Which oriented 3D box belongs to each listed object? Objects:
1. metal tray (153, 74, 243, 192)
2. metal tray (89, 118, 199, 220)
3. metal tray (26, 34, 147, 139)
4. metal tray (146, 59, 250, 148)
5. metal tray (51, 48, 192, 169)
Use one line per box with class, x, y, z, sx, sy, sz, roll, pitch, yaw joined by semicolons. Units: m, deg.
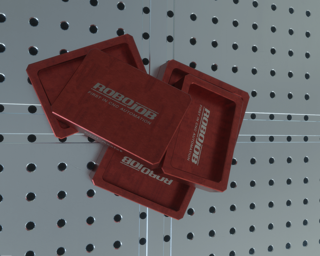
metal tray;0.051;0.008;0.395;0.090;0.030;0.130;21;71;-19
metal tray;-0.013;0.054;0.405;0.131;0.030;0.090;28;81;-18
metal tray;-0.081;-0.052;0.380;0.131;0.030;0.090;-24;98;-18
metal tray;0.052;-0.027;0.428;0.131;0.030;0.090;20;83;-18
metal tray;-0.041;-0.023;0.351;0.130;0.030;0.090;27;72;4
